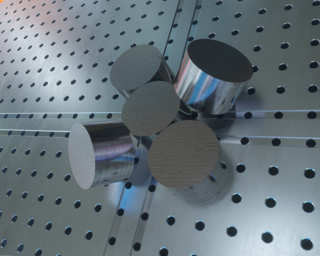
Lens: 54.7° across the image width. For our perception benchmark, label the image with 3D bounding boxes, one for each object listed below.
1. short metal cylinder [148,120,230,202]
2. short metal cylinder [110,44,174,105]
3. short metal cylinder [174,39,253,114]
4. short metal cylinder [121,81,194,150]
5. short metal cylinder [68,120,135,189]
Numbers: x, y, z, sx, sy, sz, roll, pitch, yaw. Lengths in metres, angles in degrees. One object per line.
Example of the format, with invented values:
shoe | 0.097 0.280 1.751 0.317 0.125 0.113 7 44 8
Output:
short metal cylinder | 0.034 0.038 0.350 0.080 0.050 0.080 -13 56 20
short metal cylinder | -0.025 -0.073 0.448 0.080 0.050 0.080 -13 56 20
short metal cylinder | 0.063 -0.062 0.371 0.081 0.050 0.080 11 46 -11
short metal cylinder | -0.002 -0.014 0.400 0.080 0.050 0.080 -13 56 20
short metal cylinder | -0.074 0.031 0.384 0.080 0.050 0.079 12 105 52
